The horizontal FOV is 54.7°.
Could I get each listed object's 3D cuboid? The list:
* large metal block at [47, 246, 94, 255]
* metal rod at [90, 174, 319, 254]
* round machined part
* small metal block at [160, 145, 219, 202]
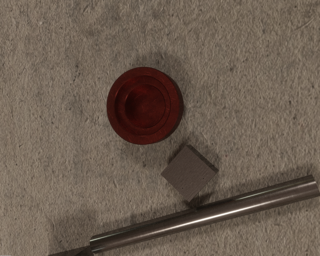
[{"bbox_3d":[-0.144,0.209,0.429,0.080,0.080,0.050,-20,84,18],"label":"large metal block"},{"bbox_3d":[0.042,0.115,0.393,0.300,0.025,0.025,-21,83,18],"label":"metal rod"},{"bbox_3d":[-0.016,-0.028,0.405,0.098,0.042,0.097,0,90,19],"label":"round machined part"},{"bbox_3d":[0.038,0.057,0.395,0.050,0.025,0.050,43,103,14],"label":"small metal block"}]
